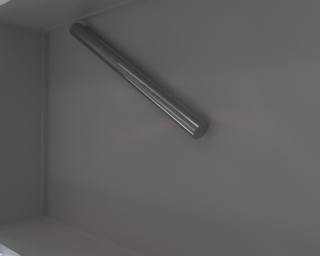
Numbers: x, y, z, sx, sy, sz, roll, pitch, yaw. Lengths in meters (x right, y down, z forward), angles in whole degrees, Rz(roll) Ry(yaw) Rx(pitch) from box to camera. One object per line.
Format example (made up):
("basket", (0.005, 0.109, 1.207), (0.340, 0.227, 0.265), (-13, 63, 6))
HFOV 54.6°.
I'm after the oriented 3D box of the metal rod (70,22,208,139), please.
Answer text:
("metal rod", (-0.046, -0.082, 0.446), (0.300, 0.025, 0.025), (42, 115, 32))
